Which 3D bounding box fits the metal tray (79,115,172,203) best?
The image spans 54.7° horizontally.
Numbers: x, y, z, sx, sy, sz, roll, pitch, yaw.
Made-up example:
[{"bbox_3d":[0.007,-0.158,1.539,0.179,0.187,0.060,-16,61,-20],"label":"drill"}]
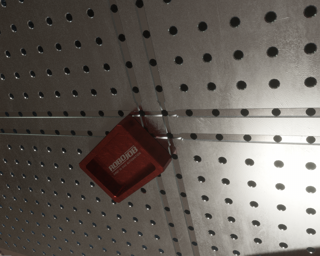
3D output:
[{"bbox_3d":[-0.056,0.051,0.466,0.090,0.030,0.129,46,129,-4],"label":"metal tray"}]
